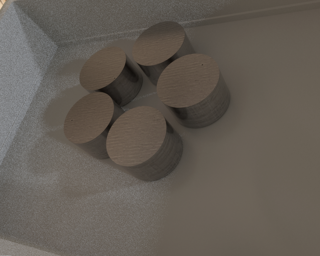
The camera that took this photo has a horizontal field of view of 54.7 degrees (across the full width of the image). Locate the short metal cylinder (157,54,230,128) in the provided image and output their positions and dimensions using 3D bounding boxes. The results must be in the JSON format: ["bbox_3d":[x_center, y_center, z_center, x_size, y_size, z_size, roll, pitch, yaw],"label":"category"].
[{"bbox_3d":[0.043,-0.047,0.393,0.080,0.050,0.080,-13,56,21],"label":"short metal cylinder"}]

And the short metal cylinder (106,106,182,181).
[{"bbox_3d":[-0.019,0.020,0.385,0.080,0.050,0.080,-13,56,21],"label":"short metal cylinder"}]

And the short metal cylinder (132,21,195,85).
[{"bbox_3d":[0.007,-0.107,0.449,0.080,0.050,0.080,-13,56,21],"label":"short metal cylinder"}]

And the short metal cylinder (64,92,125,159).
[{"bbox_3d":[-0.086,-0.003,0.434,0.080,0.050,0.080,-13,56,21],"label":"short metal cylinder"}]

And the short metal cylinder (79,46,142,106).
[{"bbox_3d":[-0.074,-0.077,0.474,0.080,0.050,0.080,-13,56,21],"label":"short metal cylinder"}]
